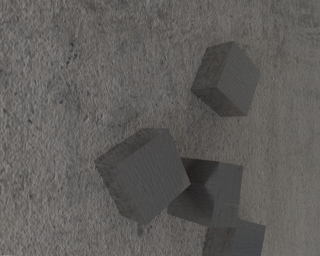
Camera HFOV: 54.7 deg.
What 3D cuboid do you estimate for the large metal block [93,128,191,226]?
[{"bbox_3d":[-0.019,0.054,0.372,0.081,0.050,0.080,-35,112,-34],"label":"large metal block"}]

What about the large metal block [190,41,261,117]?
[{"bbox_3d":[0.102,-0.072,0.474,0.080,0.050,0.080,35,68,-35],"label":"large metal block"}]

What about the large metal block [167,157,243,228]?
[{"bbox_3d":[0.060,0.084,0.419,0.050,0.080,0.080,14,81,-39],"label":"large metal block"}]

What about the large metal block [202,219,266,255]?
[{"bbox_3d":[0.116,0.183,0.486,0.080,0.050,0.080,24,75,-38],"label":"large metal block"}]
